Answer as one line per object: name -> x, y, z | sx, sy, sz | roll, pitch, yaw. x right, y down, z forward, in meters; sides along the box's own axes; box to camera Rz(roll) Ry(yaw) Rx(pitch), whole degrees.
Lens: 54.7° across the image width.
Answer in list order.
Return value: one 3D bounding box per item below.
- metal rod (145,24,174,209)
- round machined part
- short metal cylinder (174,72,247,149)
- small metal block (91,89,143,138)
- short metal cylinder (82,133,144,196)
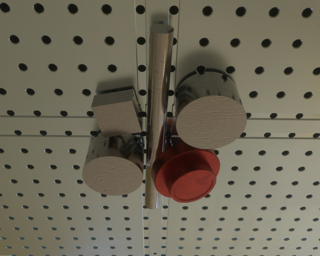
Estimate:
metal rod -> -0.005, 0.011, 0.415 | 0.025, 0.025, 0.298 | 2, 130, -2
round machined part -> 0.040, 0.068, 0.438 | 0.099, 0.042, 0.097 | -11, 131, -12
short metal cylinder -> 0.059, -0.020, 0.373 | 0.081, 0.050, 0.079 | 0, 130, 0
small metal block -> -0.053, -0.018, 0.391 | 0.050, 0.025, 0.050 | -9, 130, 7
short metal cylinder -> -0.063, 0.049, 0.431 | 0.081, 0.050, 0.079 | 0, 130, 0
